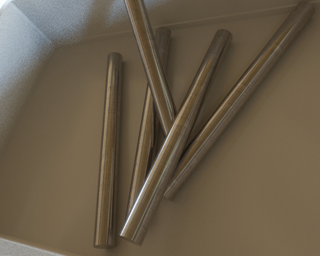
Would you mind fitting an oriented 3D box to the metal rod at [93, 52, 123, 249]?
[{"bbox_3d":[-0.069,0.009,0.434,0.025,0.025,0.299,-15,56,19],"label":"metal rod"}]

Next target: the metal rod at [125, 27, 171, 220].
[{"bbox_3d":[-0.011,-0.022,0.423,0.025,0.025,0.299,-7,59,24],"label":"metal rod"}]

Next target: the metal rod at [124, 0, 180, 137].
[{"bbox_3d":[-0.023,-0.129,0.404,0.025,0.025,0.298,-18,84,17],"label":"metal rod"}]

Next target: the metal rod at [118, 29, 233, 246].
[{"bbox_3d":[0.030,-0.009,0.371,0.025,0.025,0.300,9,59,32],"label":"metal rod"}]

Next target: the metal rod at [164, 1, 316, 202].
[{"bbox_3d":[0.096,-0.039,0.378,0.025,0.025,0.300,32,79,37],"label":"metal rod"}]
